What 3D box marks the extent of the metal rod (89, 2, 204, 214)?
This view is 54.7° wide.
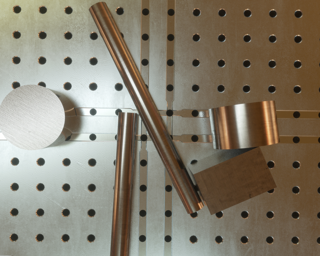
[{"bbox_3d":[-0.018,-0.026,0.413,0.025,0.025,0.299,-26,90,0],"label":"metal rod"}]

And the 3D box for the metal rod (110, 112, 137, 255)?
[{"bbox_3d":[-0.051,0.129,0.412,0.025,0.025,0.298,3,90,0],"label":"metal rod"}]

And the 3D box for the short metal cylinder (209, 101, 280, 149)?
[{"bbox_3d":[0.104,-0.004,0.387,0.080,0.080,0.050,-7,90,0],"label":"short metal cylinder"}]

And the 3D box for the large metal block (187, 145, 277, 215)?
[{"bbox_3d":[0.084,0.059,0.386,0.080,0.080,0.050,-23,90,0],"label":"large metal block"}]

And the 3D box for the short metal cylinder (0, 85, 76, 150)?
[{"bbox_3d":[-0.155,-0.013,0.399,0.081,0.050,0.079,0,90,0],"label":"short metal cylinder"}]
